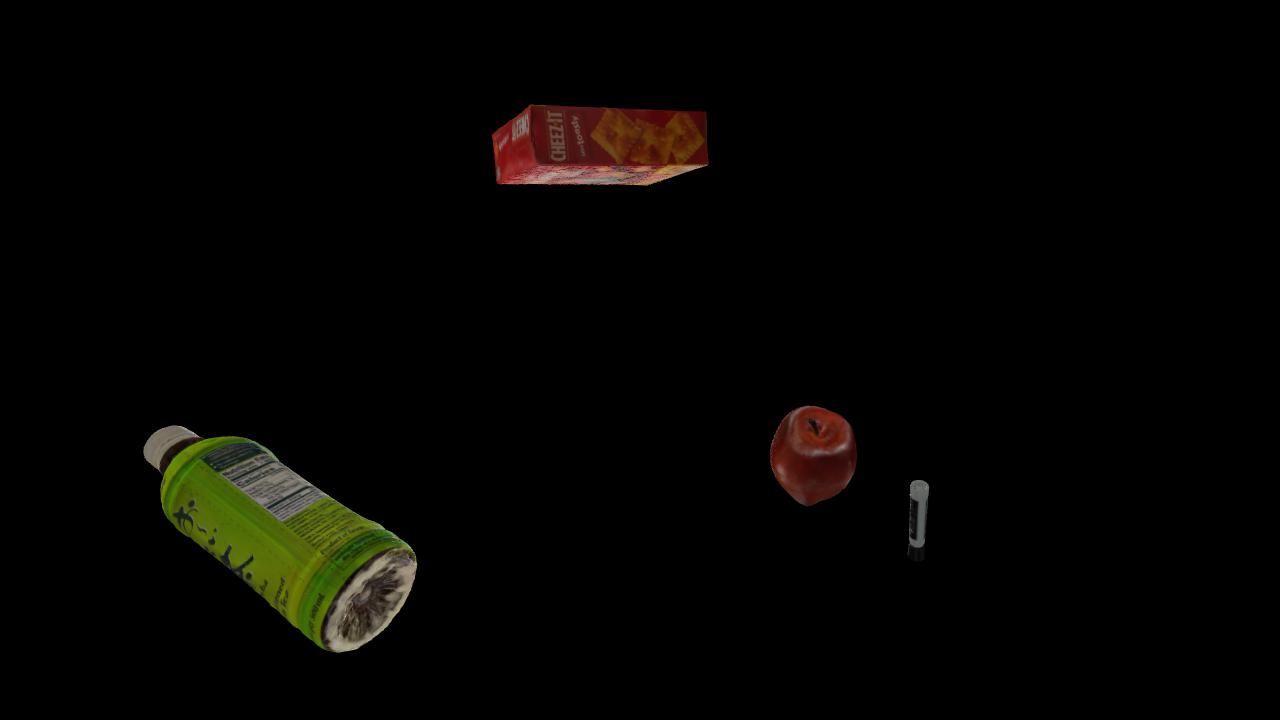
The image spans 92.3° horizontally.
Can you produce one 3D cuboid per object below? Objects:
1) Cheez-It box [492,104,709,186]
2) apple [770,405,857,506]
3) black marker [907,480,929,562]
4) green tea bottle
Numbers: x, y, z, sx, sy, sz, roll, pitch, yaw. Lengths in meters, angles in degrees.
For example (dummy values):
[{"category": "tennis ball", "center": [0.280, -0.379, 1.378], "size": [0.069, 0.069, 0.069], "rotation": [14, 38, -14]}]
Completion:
[{"category": "Cheez-It box", "center": [-0.052, -0.258, 0.756], "size": [0.223, 0.071, 0.166], "rotation": [-9, 10, -26]}, {"category": "apple", "center": [0.154, 0.085, 0.552], "size": [0.079, 0.093, 0.079], "rotation": [-4, 42, 3]}, {"category": "black marker", "center": [0.318, 0.187, 0.703], "size": [0.020, 0.121, 0.020], "rotation": [-10, 32, 6]}, {"category": "green tea bottle", "center": [-0.240, 0.098, 0.392], "size": [0.212, 0.073, 0.073], "rotation": [26, 10, 22]}]
